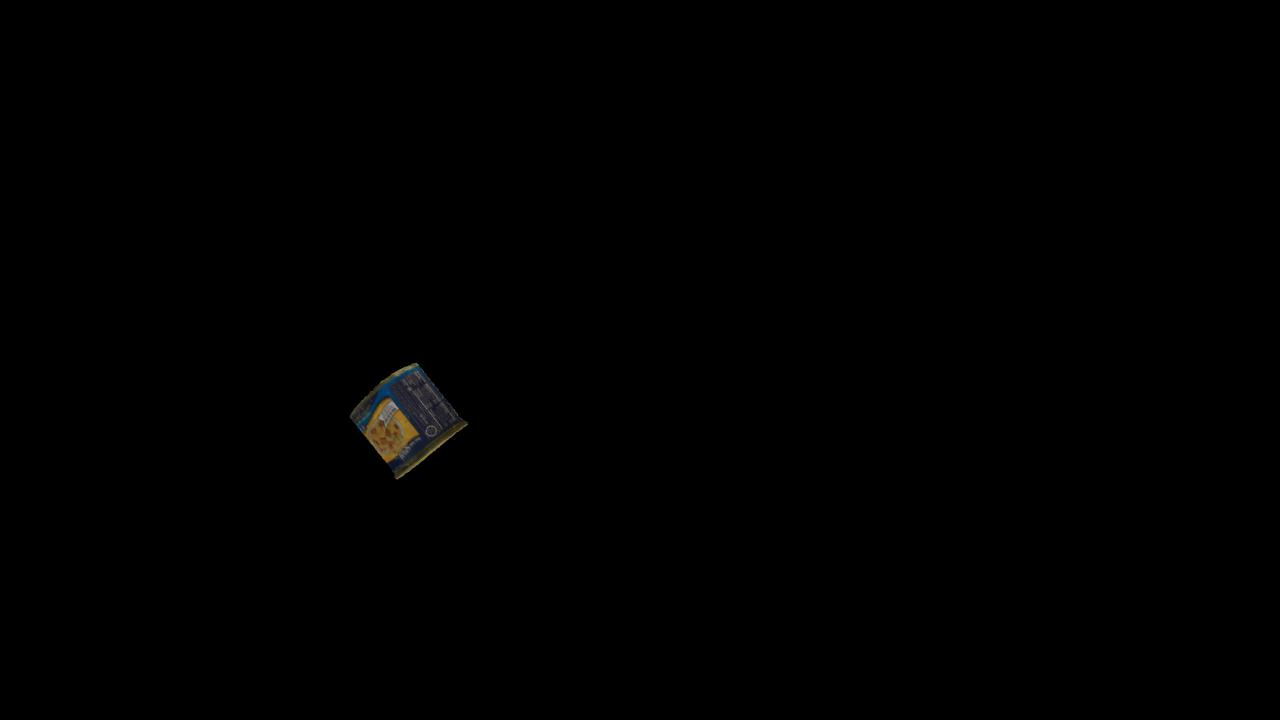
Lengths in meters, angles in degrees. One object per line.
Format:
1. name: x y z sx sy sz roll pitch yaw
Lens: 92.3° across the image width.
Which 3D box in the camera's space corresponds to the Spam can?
1. Spam can: -0.243 0.064 0.642 0.101 0.085 0.058 -35 4 34
